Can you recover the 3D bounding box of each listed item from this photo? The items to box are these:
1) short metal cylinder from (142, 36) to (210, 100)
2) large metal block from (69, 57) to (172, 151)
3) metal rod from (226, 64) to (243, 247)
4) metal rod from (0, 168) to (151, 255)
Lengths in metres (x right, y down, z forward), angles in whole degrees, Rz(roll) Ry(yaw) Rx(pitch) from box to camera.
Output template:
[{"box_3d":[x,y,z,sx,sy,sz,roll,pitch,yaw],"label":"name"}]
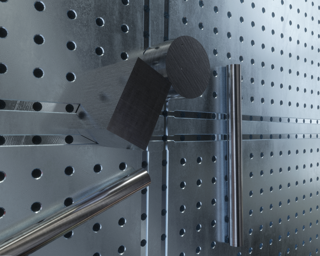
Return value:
[{"box_3d":[0.021,-0.077,0.413,0.081,0.050,0.079,0,90,-40],"label":"short metal cylinder"},{"box_3d":[-0.044,-0.024,0.338,0.050,0.080,0.080,33,69,-36],"label":"large metal block"},{"box_3d":[0.125,0.045,0.516,0.025,0.025,0.298,-2,91,-40],"label":"metal rod"},{"box_3d":[-0.129,0.111,0.301,0.302,0.025,0.025,-24,105,-38],"label":"metal rod"}]
